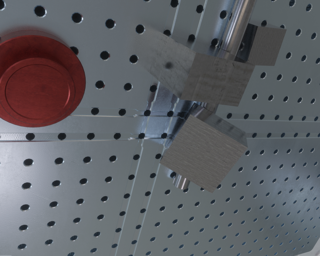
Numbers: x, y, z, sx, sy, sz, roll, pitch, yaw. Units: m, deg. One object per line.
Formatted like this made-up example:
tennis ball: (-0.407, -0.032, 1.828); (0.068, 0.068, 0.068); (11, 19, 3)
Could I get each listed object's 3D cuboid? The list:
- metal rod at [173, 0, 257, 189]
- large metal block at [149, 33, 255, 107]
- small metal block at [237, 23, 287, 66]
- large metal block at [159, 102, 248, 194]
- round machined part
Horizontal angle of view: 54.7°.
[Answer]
metal rod: (0.071, -0.043, 0.423); (0.025, 0.025, 0.298); (2, 118, -30)
large metal block: (0.046, -0.068, 0.359); (0.081, 0.080, 0.050); (4, 117, -30)
small metal block: (0.135, -0.112, 0.415); (0.050, 0.025, 0.050); (-4, 120, -27)
large metal block: (0.057, 0.026, 0.411); (0.080, 0.050, 0.080); (30, 114, -1)
round machined part: (-0.122, -0.042, 0.307); (0.099, 0.042, 0.097); (-14, 124, -21)
